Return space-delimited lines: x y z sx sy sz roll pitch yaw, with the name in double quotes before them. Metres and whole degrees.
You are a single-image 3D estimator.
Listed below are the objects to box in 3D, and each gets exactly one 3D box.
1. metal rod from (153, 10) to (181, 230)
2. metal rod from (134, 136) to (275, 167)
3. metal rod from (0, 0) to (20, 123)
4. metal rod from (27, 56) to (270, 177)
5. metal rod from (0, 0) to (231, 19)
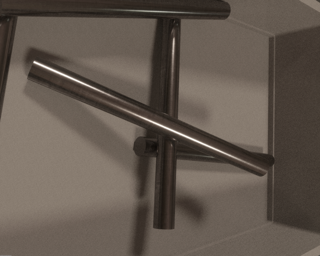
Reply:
"metal rod" 0.011 -0.029 0.393 0.025 0.025 0.299 12 75 -40
"metal rod" 0.089 0.042 0.483 0.302 0.025 0.025 10 84 -40
"metal rod" -0.157 -0.002 0.275 0.025 0.025 0.298 11 83 -40
"metal rod" 0.005 -0.004 0.356 0.302 0.025 0.025 23 75 -20
"metal rod" -0.022 -0.138 0.353 0.302 0.025 0.025 -15 100 -39
